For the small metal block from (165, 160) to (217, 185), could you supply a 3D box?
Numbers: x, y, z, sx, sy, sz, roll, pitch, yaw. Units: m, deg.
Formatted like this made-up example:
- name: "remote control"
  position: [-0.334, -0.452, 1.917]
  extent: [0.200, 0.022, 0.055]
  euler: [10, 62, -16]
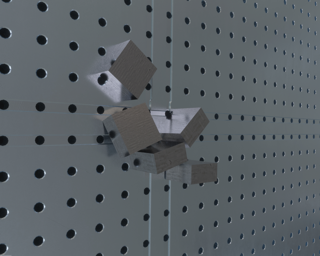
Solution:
- name: "small metal block"
  position: [0.043, 0.060, 0.428]
  extent: [0.050, 0.050, 0.025]
  euler: [2, 89, -40]

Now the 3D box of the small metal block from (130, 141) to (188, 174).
- name: "small metal block"
  position: [-0.002, 0.035, 0.390]
  extent: [0.050, 0.050, 0.025]
  euler: [-18, 102, -39]

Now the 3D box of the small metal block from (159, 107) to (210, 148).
- name: "small metal block"
  position: [0.030, -0.001, 0.417]
  extent: [0.050, 0.050, 0.025]
  euler: [-50, 120, -28]

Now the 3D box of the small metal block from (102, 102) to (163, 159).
- name: "small metal block"
  position: [-0.033, 0.003, 0.372]
  extent: [0.050, 0.025, 0.050]
  euler: [-24, 89, -37]

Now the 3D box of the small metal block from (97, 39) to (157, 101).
- name: "small metal block"
  position: [-0.038, -0.069, 0.376]
  extent: [0.050, 0.025, 0.050]
  euler: [44, 64, -31]
